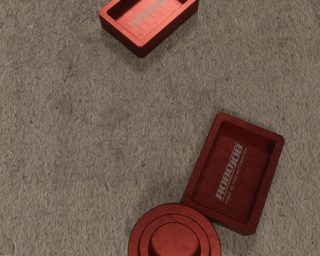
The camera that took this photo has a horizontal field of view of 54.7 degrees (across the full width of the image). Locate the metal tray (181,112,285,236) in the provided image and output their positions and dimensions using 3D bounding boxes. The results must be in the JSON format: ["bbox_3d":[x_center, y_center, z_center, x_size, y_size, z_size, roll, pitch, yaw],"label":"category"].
[{"bbox_3d":[0.090,0.055,0.386,0.090,0.030,0.130,23,71,7],"label":"metal tray"}]

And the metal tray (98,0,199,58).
[{"bbox_3d":[-0.015,-0.178,0.470,0.090,0.030,0.130,42,75,13],"label":"metal tray"}]

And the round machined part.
[{"bbox_3d":[0.016,0.133,0.345,0.099,0.042,0.097,-1,79,5],"label":"round machined part"}]
